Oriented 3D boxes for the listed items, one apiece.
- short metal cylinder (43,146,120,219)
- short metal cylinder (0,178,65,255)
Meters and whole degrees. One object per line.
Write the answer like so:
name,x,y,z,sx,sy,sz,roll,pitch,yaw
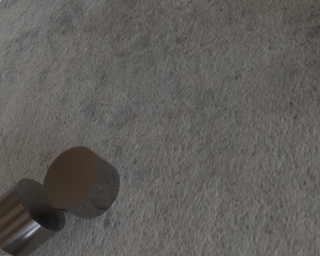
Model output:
short metal cylinder,-0.099,0.070,0.395,0.080,0.050,0.080,-13,56,20
short metal cylinder,-0.166,0.110,0.386,0.050,0.080,0.080,-39,51,2
